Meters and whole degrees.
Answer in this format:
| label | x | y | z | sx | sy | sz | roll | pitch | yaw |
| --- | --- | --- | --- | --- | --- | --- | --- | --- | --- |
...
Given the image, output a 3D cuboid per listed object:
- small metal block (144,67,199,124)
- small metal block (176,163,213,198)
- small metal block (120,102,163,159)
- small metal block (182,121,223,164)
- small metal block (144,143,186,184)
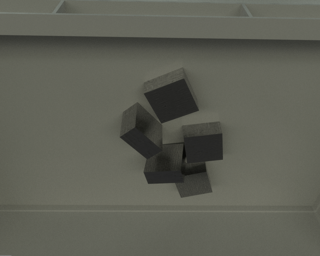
| label | x | y | z | sx | sy | sz | roll | pitch | yaw |
| --- | --- | --- | --- | --- | --- | --- | --- | --- | --- |
| small metal block | 0.014 | -0.039 | 0.377 | 0.050 | 0.025 | 0.050 | -19 | 128 | 15 |
| small metal block | 0.050 | 0.079 | 0.477 | 0.050 | 0.025 | 0.050 | -13 | 129 | 10 |
| small metal block | -0.023 | 0.003 | 0.395 | 0.025 | 0.050 | 0.050 | -32 | 123 | 24 |
| small metal block | 0.059 | 0.020 | 0.428 | 0.050 | 0.025 | 0.050 | -7 | 130 | 5 |
| small metal block | 0.009 | 0.049 | 0.431 | 0.050 | 0.050 | 0.025 | -5 | 130 | 14 |
